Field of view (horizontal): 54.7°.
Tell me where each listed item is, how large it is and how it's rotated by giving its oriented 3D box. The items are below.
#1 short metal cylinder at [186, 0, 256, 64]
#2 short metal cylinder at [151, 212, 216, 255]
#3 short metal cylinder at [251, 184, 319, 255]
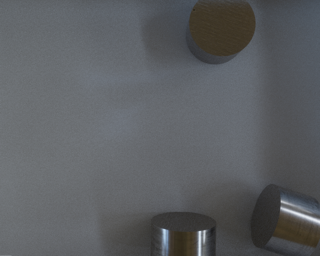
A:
[{"bbox_3d":[0.076,-0.127,0.399,0.081,0.050,0.080,0,90,0],"label":"short metal cylinder"},{"bbox_3d":[0.029,0.140,0.384,0.081,0.080,0.050,1,90,0],"label":"short metal cylinder"},{"bbox_3d":[0.154,0.116,0.385,0.050,0.080,0.080,18,90,0],"label":"short metal cylinder"}]
